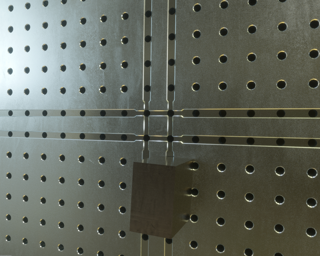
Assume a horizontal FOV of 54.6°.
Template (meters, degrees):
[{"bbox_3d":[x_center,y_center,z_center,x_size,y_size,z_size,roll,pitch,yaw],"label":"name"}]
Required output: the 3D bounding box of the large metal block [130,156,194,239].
[{"bbox_3d":[0.005,0.079,0.382,0.050,0.080,0.080,4,91,20],"label":"large metal block"}]
